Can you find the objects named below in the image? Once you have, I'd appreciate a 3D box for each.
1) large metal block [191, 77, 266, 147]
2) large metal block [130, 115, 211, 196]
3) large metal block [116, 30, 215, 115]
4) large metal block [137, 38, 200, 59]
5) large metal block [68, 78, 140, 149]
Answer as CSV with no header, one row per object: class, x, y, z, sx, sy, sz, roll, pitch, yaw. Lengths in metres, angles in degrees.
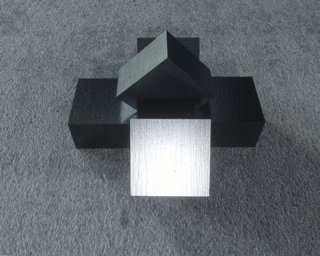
large metal block,0.082,-0.022,0.404,0.081,0.050,0.080,0,50,0
large metal block,0.011,0.027,0.338,0.081,0.079,0.050,0,7,1
large metal block,0.006,-0.054,0.372,0.080,0.080,0.050,-32,41,32
large metal block,0.011,-0.095,0.441,0.081,0.080,0.050,0,94,0
large metal block,-0.067,-0.020,0.404,0.081,0.050,0.080,0,50,-1
